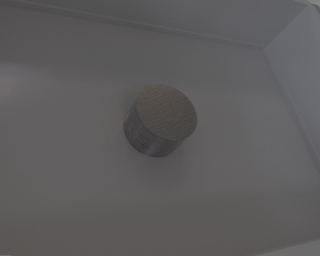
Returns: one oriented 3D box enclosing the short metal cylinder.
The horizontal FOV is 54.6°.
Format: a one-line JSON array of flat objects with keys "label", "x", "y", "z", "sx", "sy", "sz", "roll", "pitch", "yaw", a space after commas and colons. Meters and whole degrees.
[{"label": "short metal cylinder", "x": 0.000, "y": -0.009, "z": 0.394, "sx": 0.081, "sy": 0.050, "sz": 0.080, "roll": 13, "pitch": 56, "yaw": -21}]
